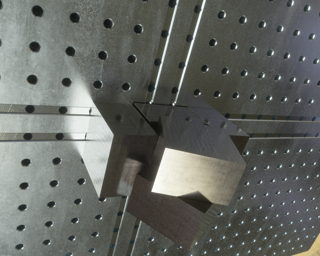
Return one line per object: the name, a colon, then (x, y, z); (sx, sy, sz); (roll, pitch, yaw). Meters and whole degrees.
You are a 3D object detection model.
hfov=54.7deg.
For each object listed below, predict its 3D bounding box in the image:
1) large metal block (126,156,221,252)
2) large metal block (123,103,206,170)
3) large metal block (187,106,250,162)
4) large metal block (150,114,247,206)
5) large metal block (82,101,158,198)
large metal block: (0.022, 0.077, 0.350); (0.080, 0.080, 0.050); (-24, 136, -57)
large metal block: (0.003, 0.017, 0.406); (0.081, 0.050, 0.079); (3, 117, -30)
large metal block: (0.065, 0.025, 0.428); (0.050, 0.080, 0.079); (4, 117, -31)
large metal block: (0.035, 0.032, 0.333); (0.081, 0.080, 0.050); (13, 113, -10)
large metal block: (-0.051, 0.023, 0.363); (0.050, 0.080, 0.079); (2, 118, -30)
